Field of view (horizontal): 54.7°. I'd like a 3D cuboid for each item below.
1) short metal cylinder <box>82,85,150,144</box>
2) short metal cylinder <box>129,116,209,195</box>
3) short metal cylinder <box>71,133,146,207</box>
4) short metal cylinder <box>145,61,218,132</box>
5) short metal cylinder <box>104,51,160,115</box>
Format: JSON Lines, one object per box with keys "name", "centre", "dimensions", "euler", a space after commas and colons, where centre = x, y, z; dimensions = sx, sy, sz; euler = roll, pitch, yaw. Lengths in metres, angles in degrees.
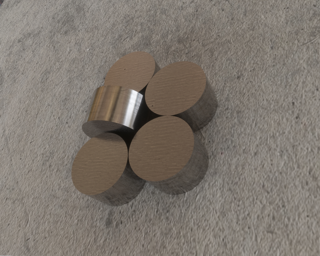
{"name": "short metal cylinder", "centre": [-0.056, -0.012, 0.407], "dimensions": [0.080, 0.080, 0.050], "euler": [-3, 61, 27]}
{"name": "short metal cylinder", "centre": [0.011, 0.032, 0.363], "dimensions": [0.080, 0.050, 0.080], "euler": [-14, 56, 22]}
{"name": "short metal cylinder", "centre": [-0.062, 0.053, 0.390], "dimensions": [0.080, 0.050, 0.080], "euler": [-14, 56, 21]}
{"name": "short metal cylinder", "centre": [0.028, -0.038, 0.397], "dimensions": [0.080, 0.050, 0.080], "euler": [-13, 57, 21]}
{"name": "short metal cylinder", "centre": [-0.032, -0.062, 0.444], "dimensions": [0.080, 0.050, 0.080], "euler": [-14, 56, 21]}
